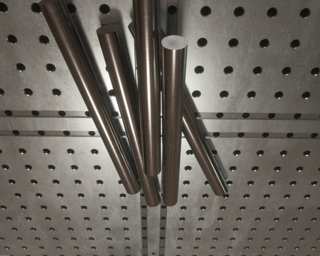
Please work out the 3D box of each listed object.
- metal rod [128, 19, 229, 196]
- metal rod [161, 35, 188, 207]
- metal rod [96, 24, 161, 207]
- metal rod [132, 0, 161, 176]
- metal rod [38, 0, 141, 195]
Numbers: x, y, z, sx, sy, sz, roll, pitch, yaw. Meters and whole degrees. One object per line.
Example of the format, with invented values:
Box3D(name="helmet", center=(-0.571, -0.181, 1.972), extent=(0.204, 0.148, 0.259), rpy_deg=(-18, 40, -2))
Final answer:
Box3D(name="metal rod", center=(0.038, -0.005, 0.407), extent=(0.025, 0.025, 0.299), rpy_deg=(-19, 128, 15))
Box3D(name="metal rod", center=(0.015, 0.019, 0.403), extent=(0.025, 0.025, 0.298), rpy_deg=(-1, 138, 0))
Box3D(name="metal rod", center=(-0.032, 0.009, 0.418), extent=(0.025, 0.025, 0.298), rpy_deg=(-7, 130, 5))
Box3D(name="metal rod", center=(-0.012, -0.053, 0.333), extent=(0.025, 0.025, 0.298), rpy_deg=(-1, 132, 0))
Box3D(name="metal rod", center=(-0.074, -0.015, 0.397), extent=(0.025, 0.025, 0.298), rpy_deg=(-10, 130, 8))
